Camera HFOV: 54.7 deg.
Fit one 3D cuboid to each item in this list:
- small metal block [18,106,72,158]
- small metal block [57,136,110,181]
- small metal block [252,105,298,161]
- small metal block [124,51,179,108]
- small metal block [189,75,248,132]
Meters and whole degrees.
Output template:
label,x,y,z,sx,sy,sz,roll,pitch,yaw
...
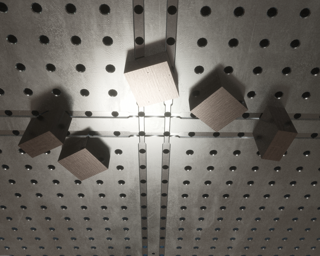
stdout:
label,x,y,z,sx,sy,sz,roll,pitch,yaw
small metal block,-0.146,0.005,0.397,0.050,0.050,0.025,-23,127,17
small metal block,-0.109,0.045,0.449,0.050,0.025,0.050,-25,126,19
small metal block,0.148,0.007,0.404,0.025,0.050,0.050,9,130,-8
small metal block,-0.009,-0.056,0.364,0.050,0.025,0.050,-14,129,11
small metal block,0.072,-0.029,0.388,0.050,0.025,0.050,36,121,-27
